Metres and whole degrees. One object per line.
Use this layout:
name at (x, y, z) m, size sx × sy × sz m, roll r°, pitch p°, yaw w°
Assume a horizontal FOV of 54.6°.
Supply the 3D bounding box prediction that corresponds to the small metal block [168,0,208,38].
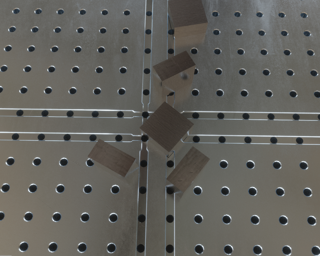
small metal block at (0.041, -0.170, 0.474) m, size 0.050 × 0.025 × 0.050 m, roll -10°, pitch 70°, yaw -4°

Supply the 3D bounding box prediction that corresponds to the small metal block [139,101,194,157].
small metal block at (0.009, 0.002, 0.411) m, size 0.050 × 0.025 × 0.050 m, roll 39°, pitch 74°, yaw 13°

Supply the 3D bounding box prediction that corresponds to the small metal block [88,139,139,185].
small metal block at (-0.056, 0.043, 0.383) m, size 0.050 × 0.050 × 0.025 m, roll 28°, pitch 73°, yaw 9°

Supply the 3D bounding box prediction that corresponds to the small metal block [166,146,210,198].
small metal block at (0.033, 0.055, 0.379) m, size 0.025 × 0.050 × 0.050 m, roll 37°, pitch 74°, yaw 12°

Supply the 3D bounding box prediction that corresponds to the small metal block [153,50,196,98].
small metal block at (0.019, -0.073, 0.425) m, size 0.050 × 0.050 × 0.025 m, roll -27°, pitch 73°, yaw -9°
